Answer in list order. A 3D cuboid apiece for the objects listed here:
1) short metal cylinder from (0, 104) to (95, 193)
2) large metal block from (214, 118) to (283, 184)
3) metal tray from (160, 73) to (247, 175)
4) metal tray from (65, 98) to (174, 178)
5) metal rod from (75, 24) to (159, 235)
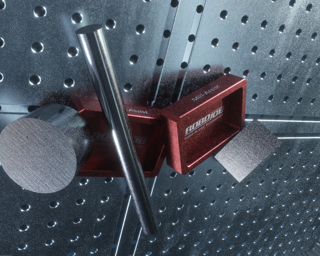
[{"bbox_3d":[-0.115,0.020,0.321,0.080,0.050,0.079,3,110,8],"label":"short metal cylinder"},{"bbox_3d":[0.132,0.038,0.468,0.080,0.050,0.080,-44,160,2],"label":"large metal block"},{"bbox_3d":[0.063,-0.008,0.413,0.131,0.030,0.089,-31,131,-30],"label":"metal tray"},{"bbox_3d":[-0.051,0.017,0.390,0.131,0.030,0.089,7,115,-32],"label":"metal tray"},{"bbox_3d":[-0.039,0.028,0.368,0.025,0.025,0.298,-23,127,-15],"label":"metal rod"}]
